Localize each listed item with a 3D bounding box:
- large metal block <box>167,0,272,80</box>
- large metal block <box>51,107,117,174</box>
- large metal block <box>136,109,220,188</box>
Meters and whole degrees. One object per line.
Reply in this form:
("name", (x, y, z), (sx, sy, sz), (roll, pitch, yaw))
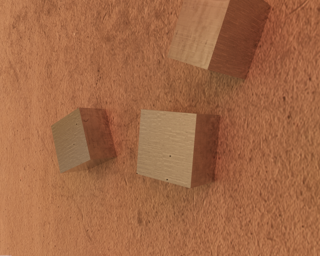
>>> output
("large metal block", (0.062, -0.099, 0.318), (0.050, 0.081, 0.079), (27, 107, 37))
("large metal block", (-0.121, 0.021, 0.489), (0.080, 0.050, 0.080), (-25, 74, 37))
("large metal block", (0.021, 0.021, 0.371), (0.080, 0.050, 0.079), (7, 95, 39))
